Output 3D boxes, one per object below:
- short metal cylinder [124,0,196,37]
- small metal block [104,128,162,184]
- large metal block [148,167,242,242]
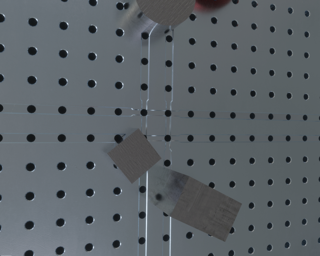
[{"bbox_3d":[-0.001,-0.164,0.399,0.081,0.050,0.079,0,90,-20],"label":"short metal cylinder"},{"bbox_3d":[-0.035,0.035,0.400,0.050,0.025,0.050,-40,103,-16],"label":"small metal block"},{"bbox_3d":[0.042,0.095,0.399,0.080,0.080,0.050,29,81,-18],"label":"large metal block"}]
